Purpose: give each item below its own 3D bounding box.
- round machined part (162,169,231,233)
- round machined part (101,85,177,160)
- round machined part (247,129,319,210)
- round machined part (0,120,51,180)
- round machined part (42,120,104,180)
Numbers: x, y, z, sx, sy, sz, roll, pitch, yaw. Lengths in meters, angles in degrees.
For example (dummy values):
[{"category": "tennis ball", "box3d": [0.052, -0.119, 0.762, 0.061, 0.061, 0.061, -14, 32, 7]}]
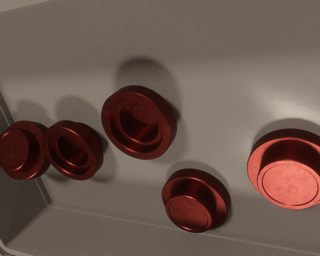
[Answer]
[{"category": "round machined part", "box3d": [0.047, 0.109, 0.440, 0.098, 0.042, 0.097, 13, 124, 20]}, {"category": "round machined part", "box3d": [-0.023, -0.011, 0.402, 0.098, 0.042, 0.097, 13, 124, 20]}, {"category": "round machined part", "box3d": [0.149, 0.053, 0.352, 0.098, 0.042, 0.097, 13, 124, 20]}, {"category": "round machined part", "box3d": [-0.227, 0.036, 0.506, 0.098, 0.042, 0.097, -2, 83, 19]}, {"category": "round machined part", "box3d": [-0.130, 0.030, 0.482, 0.098, 0.042, 0.097, 12, 124, 19]}]
